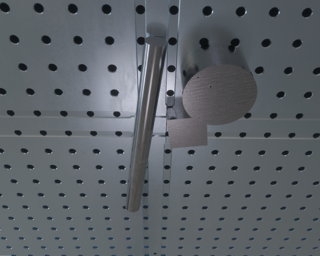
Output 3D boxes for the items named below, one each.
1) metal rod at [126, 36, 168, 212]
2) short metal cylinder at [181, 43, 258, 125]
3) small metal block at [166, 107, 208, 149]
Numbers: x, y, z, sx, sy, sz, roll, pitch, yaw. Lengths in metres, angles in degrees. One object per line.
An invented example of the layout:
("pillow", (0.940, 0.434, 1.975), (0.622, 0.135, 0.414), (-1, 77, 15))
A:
("metal rod", (-0.025, 0.019, 0.427), (0.025, 0.025, 0.298), (6, 130, -5))
("short metal cylinder", (0.065, -0.050, 0.354), (0.081, 0.050, 0.079), (0, 130, 0))
("small metal block", (0.036, -0.001, 0.411), (0.050, 0.025, 0.050), (-5, 130, 4))
